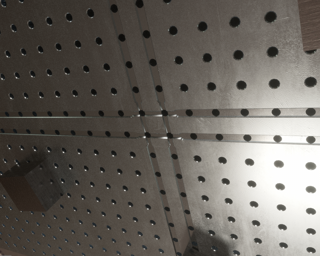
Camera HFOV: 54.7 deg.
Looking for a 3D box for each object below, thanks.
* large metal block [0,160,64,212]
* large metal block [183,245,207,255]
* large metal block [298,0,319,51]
[{"bbox_3d":[-0.244,0.111,0.589,0.080,0.050,0.080,-8,114,31],"label":"large metal block"},{"bbox_3d":[0.061,0.253,0.499,0.080,0.080,0.050,24,127,13],"label":"large metal block"},{"bbox_3d":[0.154,-0.113,0.244,0.080,0.050,0.080,-4,116,30],"label":"large metal block"}]
